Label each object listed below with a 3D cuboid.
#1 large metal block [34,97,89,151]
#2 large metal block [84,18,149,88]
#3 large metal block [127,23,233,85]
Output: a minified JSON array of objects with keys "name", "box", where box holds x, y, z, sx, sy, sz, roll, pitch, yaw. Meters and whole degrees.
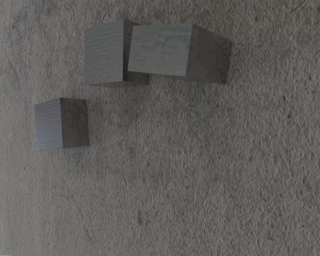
[{"name":"large metal block","box":[-0.168,-0.005,0.528,0.080,0.050,0.080,-7,85,40]},{"name":"large metal block","box":[-0.062,-0.101,0.440,0.080,0.050,0.079,2,91,40]},{"name":"large metal block","box":[0.023,-0.081,0.350,0.080,0.081,0.050,13,99,39]}]
